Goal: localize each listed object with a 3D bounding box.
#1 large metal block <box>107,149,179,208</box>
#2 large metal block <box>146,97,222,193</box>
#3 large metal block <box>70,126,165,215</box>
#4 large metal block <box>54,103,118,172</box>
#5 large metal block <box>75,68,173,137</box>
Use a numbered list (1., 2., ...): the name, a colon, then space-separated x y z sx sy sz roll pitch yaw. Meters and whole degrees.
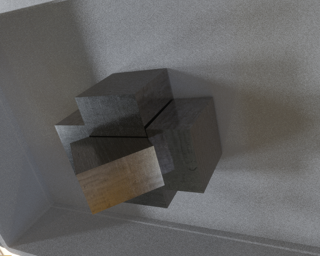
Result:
1. large metal block: -0.015 0.057 0.415 0.080 0.080 0.050 0 118 28
2. large metal block: 0.033 0.017 0.362 0.050 0.080 0.080 0 118 28
3. large metal block: -0.051 0.040 0.350 0.081 0.080 0.050 -20 115 -12
4. large metal block: -0.084 0.013 0.425 0.050 0.080 0.080 0 119 28
5. large metal block: -0.039 -0.032 0.372 0.080 0.080 0.050 0 118 28
